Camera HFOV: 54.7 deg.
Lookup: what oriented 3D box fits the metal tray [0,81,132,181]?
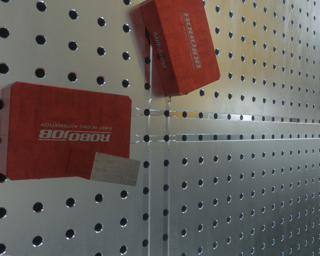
[{"bbox_3d":[-0.093,0.005,0.327,0.131,0.030,0.089,3,88,-40],"label":"metal tray"}]

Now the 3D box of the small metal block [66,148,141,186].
[{"bbox_3d":[-0.056,0.039,0.306,0.050,0.050,0.025,17,80,-39],"label":"small metal block"}]

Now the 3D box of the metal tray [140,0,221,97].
[{"bbox_3d":[0.032,-0.118,0.433,0.091,0.030,0.129,-27,107,-37],"label":"metal tray"}]
